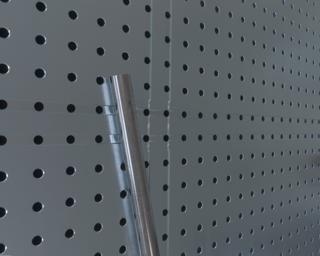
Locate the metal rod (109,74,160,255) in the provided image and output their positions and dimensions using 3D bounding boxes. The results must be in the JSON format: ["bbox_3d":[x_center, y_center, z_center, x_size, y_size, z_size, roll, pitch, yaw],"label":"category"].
[{"bbox_3d":[-0.025,0.083,0.388,0.025,0.025,0.298,-15,100,-39],"label":"metal rod"}]
